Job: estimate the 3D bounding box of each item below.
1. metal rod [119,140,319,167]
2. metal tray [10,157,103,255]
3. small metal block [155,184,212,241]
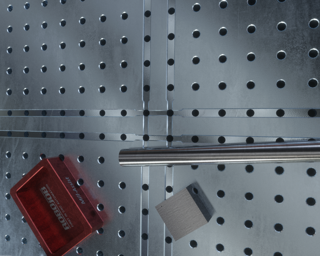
[{"bbox_3d":[0.090,0.032,0.380,0.301,0.025,0.025,-4,89,19],"label":"metal rod"},{"bbox_3d":[-0.157,0.119,0.465,0.090,0.030,0.130,-41,77,15],"label":"metal tray"},{"bbox_3d":[0.030,0.109,0.402,0.050,0.025,0.050,-36,79,16],"label":"small metal block"}]
